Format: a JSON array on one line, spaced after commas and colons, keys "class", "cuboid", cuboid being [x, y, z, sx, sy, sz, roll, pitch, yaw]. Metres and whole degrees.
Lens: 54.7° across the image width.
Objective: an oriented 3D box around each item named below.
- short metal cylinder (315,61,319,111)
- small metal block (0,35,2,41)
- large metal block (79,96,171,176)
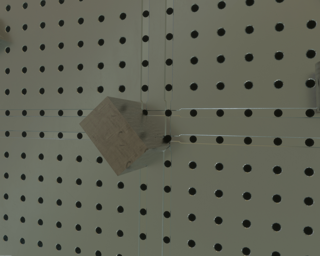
[{"class": "short metal cylinder", "cuboid": [0.202, -0.044, 0.312, 0.080, 0.080, 0.050, -2, 90, 19]}, {"class": "small metal block", "cuboid": [-0.300, -0.158, 0.516, 0.050, 0.025, 0.050, -29, 81, 17]}, {"class": "large metal block", "cuboid": [-0.042, 0.009, 0.397, 0.050, 0.080, 0.080, -42, 77, 15]}]
